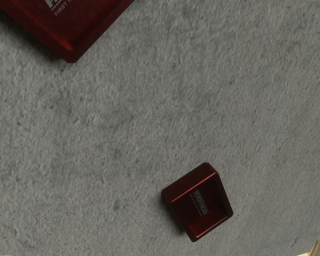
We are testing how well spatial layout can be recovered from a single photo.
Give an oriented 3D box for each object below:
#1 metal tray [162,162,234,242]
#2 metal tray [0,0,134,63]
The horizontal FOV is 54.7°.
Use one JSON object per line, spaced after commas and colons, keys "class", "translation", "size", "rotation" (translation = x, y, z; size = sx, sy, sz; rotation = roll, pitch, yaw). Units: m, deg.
{"class": "metal tray", "translation": [0.067, 0.128, 0.521], "size": [0.090, 0.030, 0.130], "rotation": [-32, 129, -8]}
{"class": "metal tray", "translation": [-0.073, -0.135, 0.280], "size": [0.130, 0.030, 0.090], "rotation": [-46, 130, 3]}
